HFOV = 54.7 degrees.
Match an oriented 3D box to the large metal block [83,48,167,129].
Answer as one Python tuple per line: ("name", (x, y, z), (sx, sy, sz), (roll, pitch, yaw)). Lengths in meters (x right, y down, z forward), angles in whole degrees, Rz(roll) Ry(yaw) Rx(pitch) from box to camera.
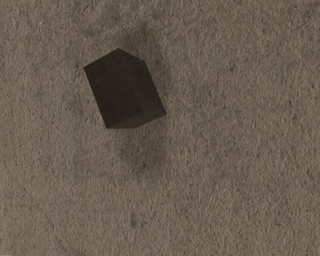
("large metal block", (-0.041, -0.045, 0.393), (0.050, 0.080, 0.080), (-24, 82, 18))
